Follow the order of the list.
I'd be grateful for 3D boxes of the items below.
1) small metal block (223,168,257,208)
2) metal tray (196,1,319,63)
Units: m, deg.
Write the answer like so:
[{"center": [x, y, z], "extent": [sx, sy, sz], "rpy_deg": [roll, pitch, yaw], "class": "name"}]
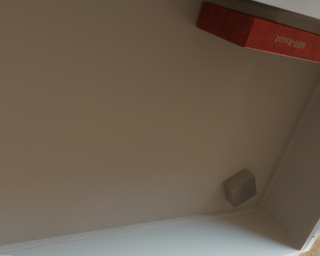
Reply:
[{"center": [0.144, 0.108, 0.558], "extent": [0.050, 0.025, 0.050], "rpy_deg": [-28, 128, -11], "class": "small metal block"}, {"center": [0.121, -0.112, 0.364], "extent": [0.131, 0.090, 0.030], "rpy_deg": [2, 118, -30], "class": "metal tray"}]
